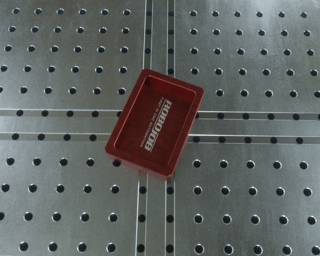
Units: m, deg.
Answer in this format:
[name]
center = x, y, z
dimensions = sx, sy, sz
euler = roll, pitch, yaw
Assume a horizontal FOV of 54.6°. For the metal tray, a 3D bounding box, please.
[metal tray]
center = -0.005, -0.007, 0.411
dimensions = 0.090, 0.030, 0.130
euler = 21, 71, 7
